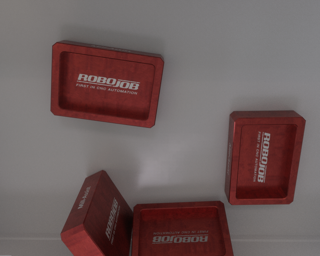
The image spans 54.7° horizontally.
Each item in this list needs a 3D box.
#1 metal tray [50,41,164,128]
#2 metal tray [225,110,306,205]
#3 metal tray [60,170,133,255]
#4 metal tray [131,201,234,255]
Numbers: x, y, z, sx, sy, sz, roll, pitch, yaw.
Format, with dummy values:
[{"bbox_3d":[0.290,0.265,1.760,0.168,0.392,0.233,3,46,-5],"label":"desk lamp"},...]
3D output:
[{"bbox_3d":[-0.065,-0.054,0.387,0.131,0.030,0.089,8,110,-3],"label":"metal tray"},{"bbox_3d":[0.140,0.042,0.425,0.091,0.030,0.129,-1,110,0],"label":"metal tray"},{"bbox_3d":[-0.073,0.123,0.400,0.030,0.130,0.090,-27,108,9],"label":"metal tray"},{"bbox_3d":[0.028,0.150,0.429,0.131,0.090,0.030,-2,135,0],"label":"metal tray"}]
